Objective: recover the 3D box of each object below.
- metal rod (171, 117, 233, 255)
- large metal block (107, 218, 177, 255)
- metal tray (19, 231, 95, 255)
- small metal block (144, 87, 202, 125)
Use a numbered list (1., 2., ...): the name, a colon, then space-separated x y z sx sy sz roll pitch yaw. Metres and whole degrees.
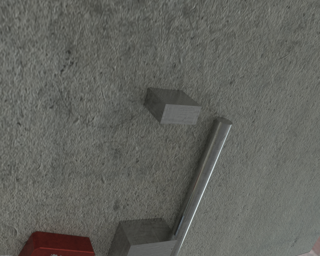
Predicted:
1. metal rod: 0.053 0.120 0.512 0.025 0.025 0.298 3 117 -30
2. large metal block: -0.031 0.194 0.496 0.081 0.050 0.079 6 115 -32
3. metal tray: -0.165 0.211 0.444 0.090 0.030 0.129 24 105 -37
4. small metal block: 0.015 -0.027 0.383 0.050 0.050 0.025 1 118 -30
